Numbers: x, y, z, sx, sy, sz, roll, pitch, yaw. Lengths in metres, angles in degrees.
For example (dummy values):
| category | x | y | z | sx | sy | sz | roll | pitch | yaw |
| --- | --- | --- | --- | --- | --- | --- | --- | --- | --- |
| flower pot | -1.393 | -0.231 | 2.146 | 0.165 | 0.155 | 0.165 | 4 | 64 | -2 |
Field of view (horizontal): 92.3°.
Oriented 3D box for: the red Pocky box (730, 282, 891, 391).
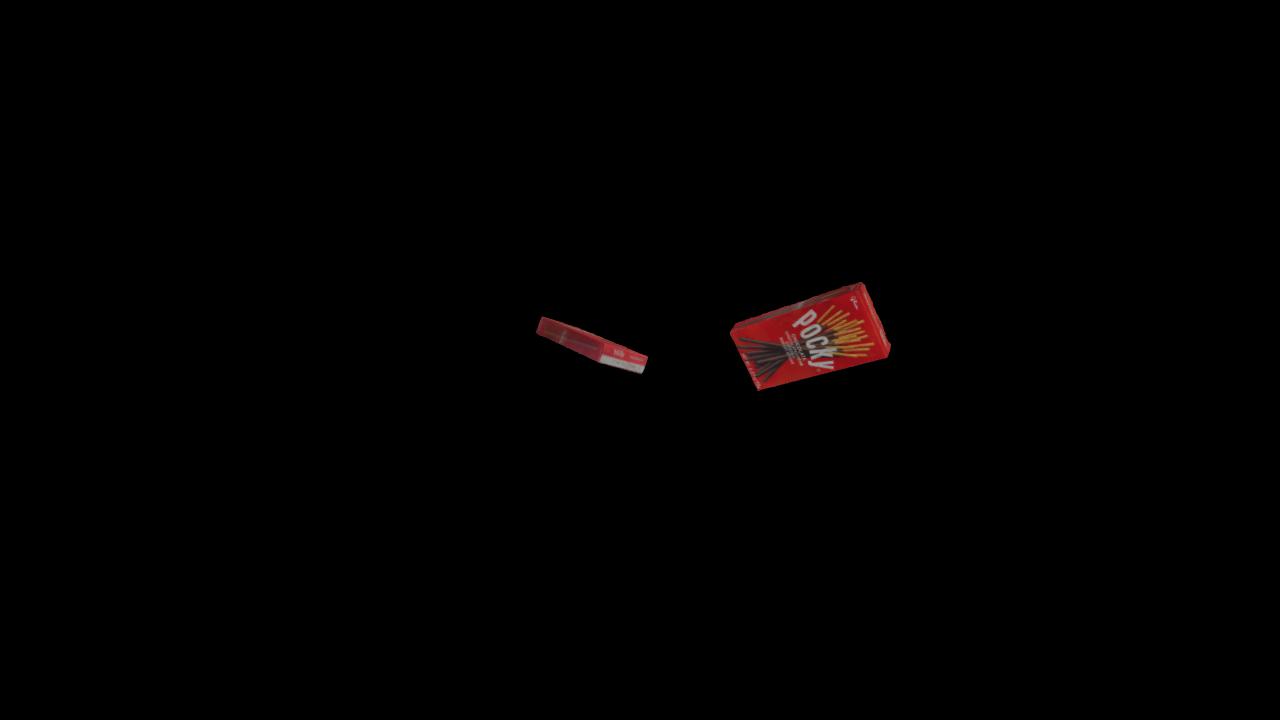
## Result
| category | x | y | z | sx | sy | sz | roll | pitch | yaw |
| --- | --- | --- | --- | --- | --- | --- | --- | --- | --- |
| red Pocky box | 0.182 | -0.022 | 0.675 | 0.155 | 0.083 | 0.028 | -19 | 17 | 35 |

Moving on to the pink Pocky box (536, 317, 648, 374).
| category | x | y | z | sx | sy | sz | roll | pitch | yaw |
| --- | --- | --- | --- | --- | --- | --- | --- | --- | --- |
| pink Pocky box | -0.069 | -0.022 | 0.857 | 0.084 | 0.029 | 0.155 | 17 | 4 | -44 |
